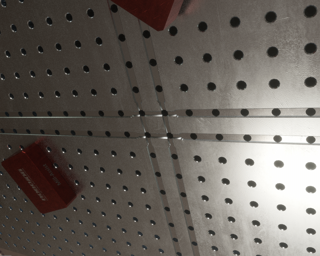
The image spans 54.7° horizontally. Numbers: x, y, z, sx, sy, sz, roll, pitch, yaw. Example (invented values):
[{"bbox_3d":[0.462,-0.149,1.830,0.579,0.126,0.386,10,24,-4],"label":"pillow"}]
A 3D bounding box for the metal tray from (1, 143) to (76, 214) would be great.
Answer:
[{"bbox_3d":[-0.230,0.099,0.587,0.090,0.030,0.130,-23,107,36],"label":"metal tray"}]

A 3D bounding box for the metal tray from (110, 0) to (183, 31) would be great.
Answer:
[{"bbox_3d":[-0.032,-0.165,0.295,0.130,0.030,0.089,34,145,5],"label":"metal tray"}]
